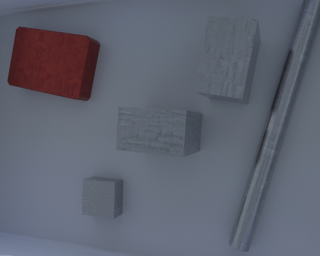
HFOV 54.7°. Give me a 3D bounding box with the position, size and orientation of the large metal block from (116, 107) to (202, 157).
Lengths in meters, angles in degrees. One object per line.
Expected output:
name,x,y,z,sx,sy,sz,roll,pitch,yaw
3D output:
large metal block,0.002,0.003,0.380,0.080,0.080,0.050,4,92,19

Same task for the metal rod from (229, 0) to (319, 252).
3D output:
metal rod,0.135,0.000,0.362,0.025,0.025,0.298,17,96,19

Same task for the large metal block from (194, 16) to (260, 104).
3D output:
large metal block,0.080,-0.073,0.353,0.050,0.080,0.079,11,94,19

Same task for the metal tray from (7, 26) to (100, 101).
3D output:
metal tray,-0.160,-0.096,0.463,0.130,0.030,0.089,13,94,19

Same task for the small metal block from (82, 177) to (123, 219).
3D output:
small metal block,-0.081,0.097,0.438,0.050,0.025,0.050,2,91,19
